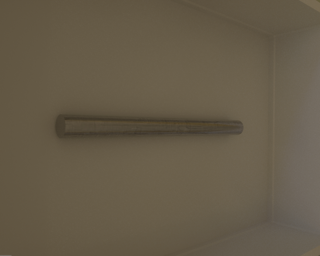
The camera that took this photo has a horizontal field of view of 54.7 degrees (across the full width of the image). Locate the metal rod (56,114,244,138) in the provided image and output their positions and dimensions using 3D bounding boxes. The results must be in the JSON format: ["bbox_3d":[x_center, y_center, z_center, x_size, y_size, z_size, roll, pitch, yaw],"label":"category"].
[{"bbox_3d":[0.013,-0.001,0.417,0.302,0.025,0.025,0,90,-40],"label":"metal rod"}]
